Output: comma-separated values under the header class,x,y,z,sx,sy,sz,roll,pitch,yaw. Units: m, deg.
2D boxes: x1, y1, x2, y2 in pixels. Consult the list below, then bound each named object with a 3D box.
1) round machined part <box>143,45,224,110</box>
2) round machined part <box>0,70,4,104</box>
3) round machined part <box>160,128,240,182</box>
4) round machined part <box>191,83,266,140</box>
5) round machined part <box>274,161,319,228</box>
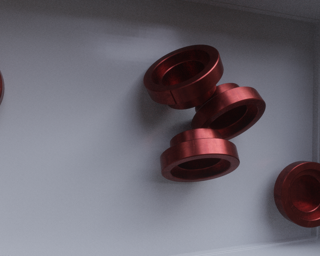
class,x,y,z,sx,sy,sz,roll,pitch,yaw
round machined part,0.032,-0.060,0.390,0.098,0.098,0.042,-39,127,-16
round machined part,-0.219,-0.046,0.321,0.099,0.042,0.097,0,90,-21
round machined part,0.049,0.034,0.398,0.099,0.097,0.042,5,60,-20
round machined part,0.087,-0.023,0.416,0.099,0.097,0.042,-13,59,-20
round machined part,0.221,0.100,0.480,0.099,0.042,0.097,0,88,-11
